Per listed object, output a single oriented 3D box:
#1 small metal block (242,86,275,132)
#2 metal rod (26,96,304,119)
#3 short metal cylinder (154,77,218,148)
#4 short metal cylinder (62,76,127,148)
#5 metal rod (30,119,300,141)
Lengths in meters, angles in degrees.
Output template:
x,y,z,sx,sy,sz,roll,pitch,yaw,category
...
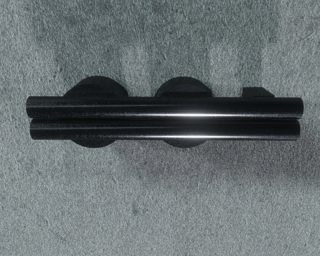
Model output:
x,y,z,sx,sy,sz,roll,pitch,yaw,category
0.121,-0.022,0.392,0.025,0.050,0.050,-2,110,0,small metal block
0.006,-0.023,0.349,0.302,0.025,0.025,0,110,-1,metal rod
0.030,-0.021,0.391,0.081,0.050,0.079,0,110,0,short metal cylinder
-0.080,-0.021,0.388,0.081,0.050,0.079,0,110,0,short metal cylinder
0.006,0.002,0.358,0.302,0.025,0.025,0,110,-1,metal rod
